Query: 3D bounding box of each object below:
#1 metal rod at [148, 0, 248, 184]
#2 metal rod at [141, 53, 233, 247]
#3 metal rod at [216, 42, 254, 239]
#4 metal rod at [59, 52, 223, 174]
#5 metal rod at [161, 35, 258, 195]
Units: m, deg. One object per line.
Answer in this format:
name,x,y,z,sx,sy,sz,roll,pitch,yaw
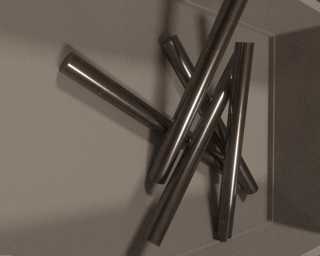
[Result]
metal rod,0.052,-0.065,0.370,0.025,0.025,0.298,10,109,-40
metal rod,0.056,0.012,0.421,0.025,0.025,0.300,44,64,-32
metal rod,0.108,0.028,0.456,0.025,0.025,0.298,-12,111,-40
metal rod,0.004,-0.002,0.412,0.301,0.025,0.025,33,69,-35
metal rod,0.086,-0.006,0.481,0.025,0.025,0.299,-48,119,-29
